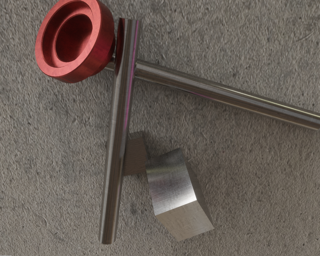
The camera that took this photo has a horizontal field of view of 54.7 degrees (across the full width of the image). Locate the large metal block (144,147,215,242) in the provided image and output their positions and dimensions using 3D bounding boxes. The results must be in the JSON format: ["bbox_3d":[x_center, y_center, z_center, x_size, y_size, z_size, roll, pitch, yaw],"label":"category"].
[{"bbox_3d":[0.025,0.086,0.398,0.050,0.080,0.080,-23,134,8],"label":"large metal block"}]

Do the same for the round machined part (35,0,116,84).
[{"bbox_3d":[-0.089,-0.096,0.346,0.098,0.042,0.098,-8,74,29],"label":"round machined part"}]

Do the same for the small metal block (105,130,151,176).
[{"bbox_3d":[-0.042,0.036,0.422,0.050,0.025,0.050,-13,110,4],"label":"small metal block"}]

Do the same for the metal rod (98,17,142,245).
[{"bbox_3d":[-0.054,0.019,0.389,0.025,0.025,0.298,8,110,-3],"label":"metal rod"}]

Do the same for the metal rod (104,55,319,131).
[{"bbox_3d":[0.063,-0.048,0.393,0.302,0.025,0.025,16,109,-6],"label":"metal rod"}]
